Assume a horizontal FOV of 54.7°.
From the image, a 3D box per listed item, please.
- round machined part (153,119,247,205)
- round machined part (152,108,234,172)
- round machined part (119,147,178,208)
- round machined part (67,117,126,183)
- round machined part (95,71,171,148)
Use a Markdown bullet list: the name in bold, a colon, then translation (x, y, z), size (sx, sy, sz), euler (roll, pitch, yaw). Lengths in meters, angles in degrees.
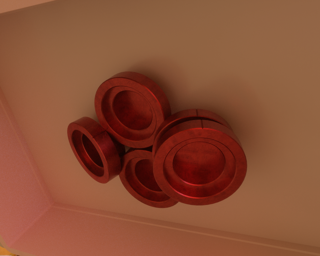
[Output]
- **round machined part**: translation (0.043, 0.034, 0.344), size (0.099, 0.042, 0.097), euler (1, 116, 3)
- **round machined part**: translation (0.041, 0.021, 0.373), size (0.099, 0.042, 0.097), euler (1, 116, 3)
- **round machined part**: translation (-0.006, 0.061, 0.436), size (0.098, 0.042, 0.097), euler (13, 124, 21)
- **round machined part**: translation (-0.087, 0.027, 0.445), size (0.098, 0.042, 0.097), euler (31, 138, 34)
- **round machined part**: translation (-0.030, -0.026, 0.395), size (0.098, 0.042, 0.097), euler (13, 124, 21)
